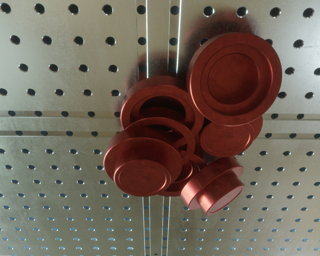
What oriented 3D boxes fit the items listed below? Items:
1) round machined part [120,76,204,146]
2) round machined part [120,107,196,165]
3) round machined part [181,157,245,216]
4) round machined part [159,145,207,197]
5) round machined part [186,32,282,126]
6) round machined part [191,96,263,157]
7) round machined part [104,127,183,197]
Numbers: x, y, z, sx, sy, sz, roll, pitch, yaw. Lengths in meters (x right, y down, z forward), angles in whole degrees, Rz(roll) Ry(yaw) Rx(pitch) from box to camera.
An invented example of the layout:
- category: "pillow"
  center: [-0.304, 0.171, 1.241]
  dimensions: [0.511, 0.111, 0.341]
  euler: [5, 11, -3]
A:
- category: "round machined part"
  center: [0.003, -0.023, 0.381]
  dimensions: [0.099, 0.042, 0.097]
  euler: [0, 130, 0]
- category: "round machined part"
  center: [-0.004, 0.011, 0.409]
  dimensions: [0.099, 0.042, 0.097]
  euler: [0, 130, 0]
- category: "round machined part"
  center: [0.082, 0.087, 0.443]
  dimensions: [0.099, 0.042, 0.098]
  euler: [-27, 150, -17]
- category: "round machined part"
  center: [0.017, 0.052, 0.444]
  dimensions: [0.099, 0.042, 0.097]
  euler: [0, 130, 0]
- category: "round machined part"
  center: [0.077, -0.054, 0.340]
  dimensions: [0.099, 0.042, 0.097]
  euler: [-2, 109, -6]
- category: "round machined part"
  center: [0.083, 0.000, 0.401]
  dimensions: [0.099, 0.042, 0.097]
  euler: [0, 130, 0]
- category: "round machined part"
  center: [-0.021, 0.049, 0.386]
  dimensions: [0.099, 0.042, 0.097]
  euler: [0, 130, 0]
